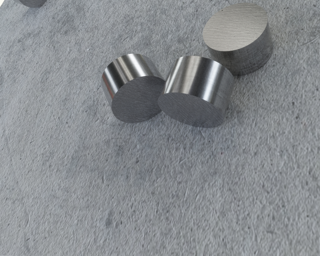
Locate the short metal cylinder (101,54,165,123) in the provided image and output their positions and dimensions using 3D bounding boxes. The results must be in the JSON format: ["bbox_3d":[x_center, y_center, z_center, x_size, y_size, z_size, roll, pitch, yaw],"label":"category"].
[{"bbox_3d":[-0.033,-0.052,0.418,0.080,0.080,0.050,-34,52,6],"label":"short metal cylinder"}]

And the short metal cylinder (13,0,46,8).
[{"bbox_3d":[-0.316,-0.333,0.740,0.050,0.080,0.080,29,78,37],"label":"short metal cylinder"}]

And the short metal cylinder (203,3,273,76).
[{"bbox_3d":[0.102,-0.115,0.405,0.080,0.050,0.080,-13,56,21],"label":"short metal cylinder"}]

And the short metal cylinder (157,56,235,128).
[{"bbox_3d":[0.043,-0.041,0.371,0.080,0.080,0.050,7,66,31],"label":"short metal cylinder"}]
